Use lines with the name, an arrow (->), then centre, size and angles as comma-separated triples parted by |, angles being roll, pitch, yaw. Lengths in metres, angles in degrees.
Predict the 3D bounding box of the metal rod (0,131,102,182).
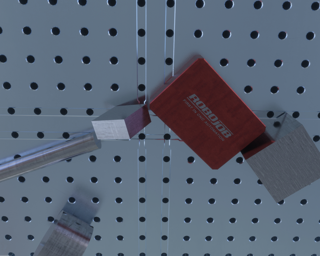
metal rod -> -0.226, 0.064, 0.433 | 0.301, 0.025, 0.025 | -19, 109, 6

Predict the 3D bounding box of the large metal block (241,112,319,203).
large metal block -> 0.164, 0.039, 0.417 | 0.080, 0.050, 0.080 | -35, 107, 11

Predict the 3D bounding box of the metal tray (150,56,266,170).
metal tray -> 0.061, -0.018, 0.405 | 0.090, 0.030, 0.130 | -42, 105, 13

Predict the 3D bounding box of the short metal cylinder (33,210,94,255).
short metal cylinder -> -0.139, 0.166, 0.443 | 0.050, 0.080, 0.080 | 34, 106, -12

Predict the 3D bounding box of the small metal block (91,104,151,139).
small metal block -> -0.047, -0.008, 0.387 | 0.050, 0.050, 0.025 | -2, 114, 32
